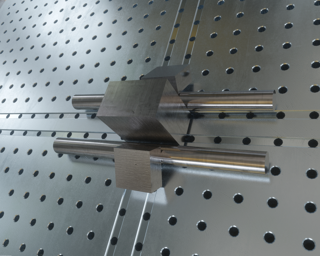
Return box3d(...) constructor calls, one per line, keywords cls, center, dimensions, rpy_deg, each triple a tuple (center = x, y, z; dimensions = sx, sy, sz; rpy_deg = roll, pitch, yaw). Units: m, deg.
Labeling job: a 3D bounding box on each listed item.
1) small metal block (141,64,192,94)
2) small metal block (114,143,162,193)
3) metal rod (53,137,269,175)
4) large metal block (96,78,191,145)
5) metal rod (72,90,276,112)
box3d(cls="small metal block", center=(0.010, -0.066, 0.424), dimensions=(0.050, 0.025, 0.050), rpy_deg=(1, 28, 28))
box3d(cls="small metal block", center=(-0.026, 0.047, 0.373), dimensions=(0.050, 0.025, 0.050), rpy_deg=(3, 101, 29))
box3d(cls="metal rod", center=(-0.020, 0.032, 0.395), dimensions=(0.300, 0.025, 0.025), rpy_deg=(2, 63, 29))
box3d(cls="large metal block", center=(-0.017, -0.016, 0.386), dimensions=(0.080, 0.080, 0.050), rpy_deg=(2, 63, 29))
box3d(cls="metal rod", center=(-0.001, -0.036, 0.426), dimensions=(0.300, 0.025, 0.025), rpy_deg=(2, 63, 29))
